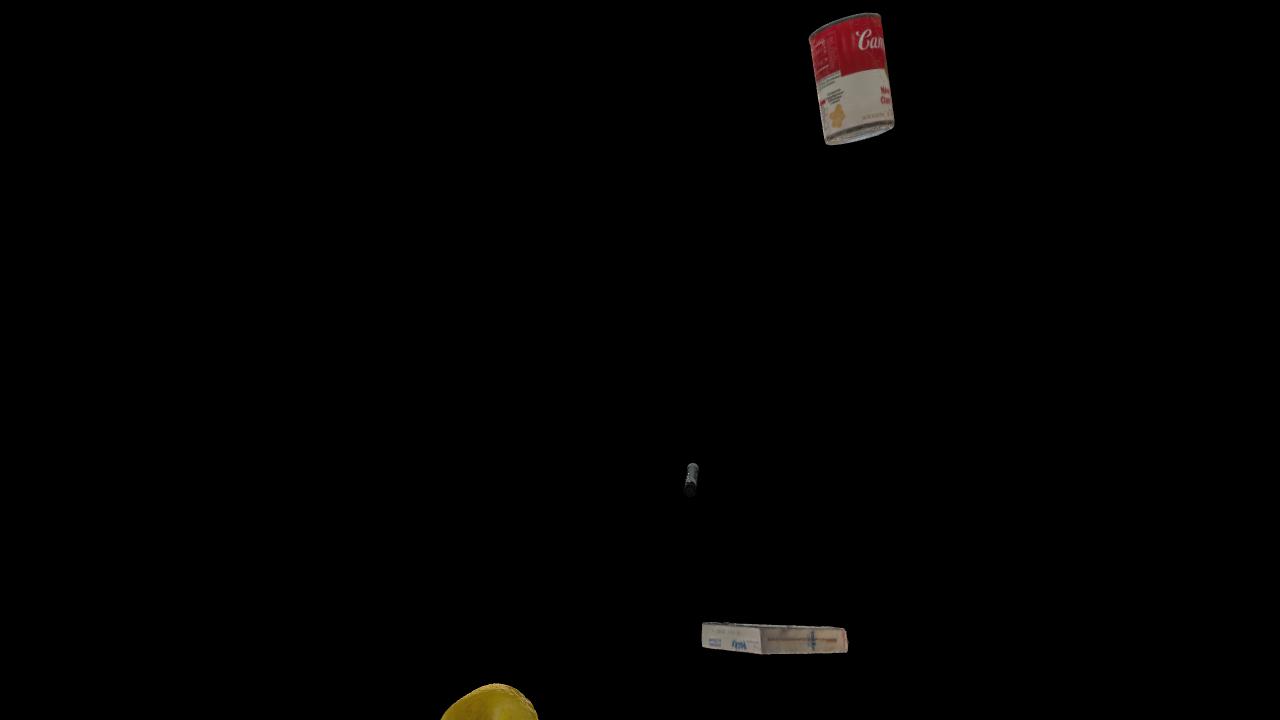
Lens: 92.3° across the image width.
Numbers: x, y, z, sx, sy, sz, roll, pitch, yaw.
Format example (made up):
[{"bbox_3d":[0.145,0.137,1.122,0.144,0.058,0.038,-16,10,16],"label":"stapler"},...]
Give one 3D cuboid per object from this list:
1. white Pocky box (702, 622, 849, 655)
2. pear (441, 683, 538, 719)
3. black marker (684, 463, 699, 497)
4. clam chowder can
[{"bbox_3d":[0.149,0.305,0.674,0.154,0.028,0.084,20,-29,-36],"label":"white Pocky box"},{"bbox_3d":[-0.111,0.290,0.442,0.080,0.080,0.111,0,1,-10],"label":"pear"},{"bbox_3d":[0.079,0.184,0.947,0.020,0.020,0.121,0,6,7],"label":"black marker"},{"bbox_3d":[0.205,-0.269,0.597,0.068,0.102,0.068,-10,8,1],"label":"clam chowder can"}]
